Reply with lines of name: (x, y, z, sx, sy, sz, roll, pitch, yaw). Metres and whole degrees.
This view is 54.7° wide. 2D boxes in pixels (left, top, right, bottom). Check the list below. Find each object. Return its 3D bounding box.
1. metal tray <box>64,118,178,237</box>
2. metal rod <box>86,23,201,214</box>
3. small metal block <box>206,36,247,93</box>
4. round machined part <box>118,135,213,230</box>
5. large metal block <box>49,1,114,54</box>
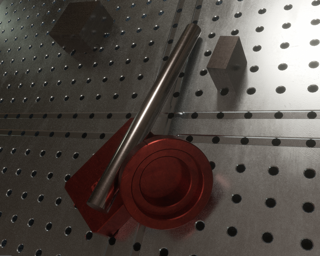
metal tray: (-0.049, 0.059, 0.393, 0.130, 0.030, 0.090, -45, 51, -4)
metal rod: (-0.007, -0.033, 0.398, 0.025, 0.025, 0.300, 7, 55, 31)
small metal block: (0.087, -0.081, 0.396, 0.025, 0.050, 0.050, 12, 68, 33)
round machined part: (0.004, 0.055, 0.337, 0.098, 0.098, 0.042, -46, 16, -4)
large metal block: (-0.147, -0.189, 0.583, 0.080, 0.050, 0.080, 11, 67, 32)
